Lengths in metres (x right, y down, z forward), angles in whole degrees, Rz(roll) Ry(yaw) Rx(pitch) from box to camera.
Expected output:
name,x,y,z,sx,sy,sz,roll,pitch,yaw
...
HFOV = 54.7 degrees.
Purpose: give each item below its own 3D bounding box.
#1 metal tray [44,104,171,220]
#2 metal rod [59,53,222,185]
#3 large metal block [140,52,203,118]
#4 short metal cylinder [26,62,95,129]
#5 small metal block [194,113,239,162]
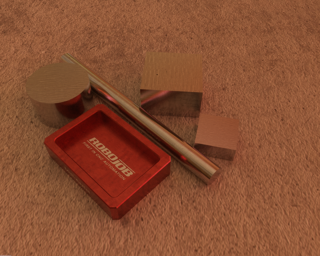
name,x,y,z,sx,sy,sz,roll,pitch,yaw
metal tray,-0.063,0.034,0.372,0.130,0.030,0.090,37,59,26
metal rod,-0.043,-0.026,0.425,0.300,0.025,0.025,38,59,27
large metal block,0.017,-0.062,0.441,0.080,0.050,0.080,3,50,2
short metal cylinder,-0.134,-0.045,0.424,0.081,0.050,0.080,0,50,0
small metal block,0.072,0.011,0.397,0.050,0.025,0.050,10,51,8
